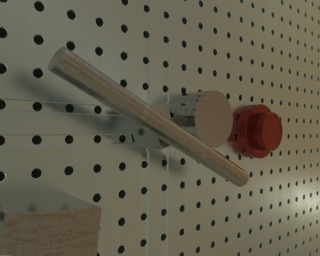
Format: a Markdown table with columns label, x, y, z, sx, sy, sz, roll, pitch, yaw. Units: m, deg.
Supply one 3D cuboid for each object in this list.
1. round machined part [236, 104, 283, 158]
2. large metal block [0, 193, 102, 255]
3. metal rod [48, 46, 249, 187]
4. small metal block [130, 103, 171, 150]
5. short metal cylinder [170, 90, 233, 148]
| label | x | y | z | sx | sy | sz | roll | pitch | yaw |
| --- | --- | --- | --- | --- | --- | --- | --- | --- | --- |
| round machined part | 0.184 | 0.006 | 0.556 | 0.099 | 0.042 | 0.097 | 0 | 90 | -40 |
| large metal block | -0.111 | 0.092 | 0.281 | 0.081 | 0.080 | 0.050 | 9 | 85 | -40 |
| metal rod | 0.013 | 0.006 | 0.356 | 0.301 | 0.025 | 0.025 | 33 | 70 | -35 |
| small metal block | -0.011 | -0.002 | 0.386 | 0.025 | 0.050 | 0.050 | -21 | 103 | -38 |
| short metal cylinder | 0.060 | -0.012 | 0.445 | 0.081 | 0.050 | 0.079 | 0 | 90 | -40 |
